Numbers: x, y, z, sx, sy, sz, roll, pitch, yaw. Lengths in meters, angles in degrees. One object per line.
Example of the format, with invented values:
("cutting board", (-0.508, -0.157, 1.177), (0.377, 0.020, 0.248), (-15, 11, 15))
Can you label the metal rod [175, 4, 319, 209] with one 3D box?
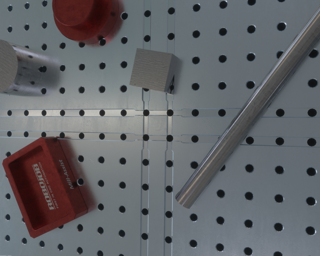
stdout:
("metal rod", (0.114, -0.024, 0.372), (0.025, 0.025, 0.299), (38, 102, 16))

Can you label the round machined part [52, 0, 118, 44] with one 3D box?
("round machined part", (-0.113, -0.174, 0.443), (0.098, 0.042, 0.097), (0, 90, 20))

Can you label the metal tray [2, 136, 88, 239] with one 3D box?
("metal tray", (-0.177, 0.089, 0.472), (0.090, 0.030, 0.130), (-28, 81, 17))

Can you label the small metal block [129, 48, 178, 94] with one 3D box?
("small metal block", (-0.008, -0.076, 0.416), (0.050, 0.025, 0.050), (14, 95, 19))

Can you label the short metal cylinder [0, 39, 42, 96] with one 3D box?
("short metal cylinder", (-0.234, -0.091, 0.482), (0.080, 0.050, 0.079), (0, 90, 20))
